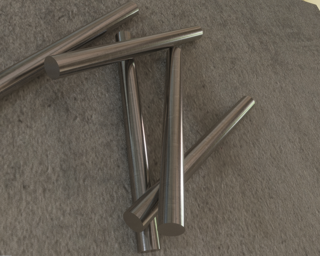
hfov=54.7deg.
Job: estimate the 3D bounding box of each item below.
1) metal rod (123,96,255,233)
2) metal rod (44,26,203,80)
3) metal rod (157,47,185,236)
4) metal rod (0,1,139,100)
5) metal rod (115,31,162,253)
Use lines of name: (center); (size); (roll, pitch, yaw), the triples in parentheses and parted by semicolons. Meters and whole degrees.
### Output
metal rod: (0.059, 0.024, 0.403); (0.025, 0.025, 0.302); (48, 45, 5)
metal rod: (-0.024, -0.115, 0.432); (0.025, 0.025, 0.302); (51, 42, 7)
metal rod: (0.016, -0.014, 0.383); (0.025, 0.025, 0.300); (21, 42, -16)
metal rod: (-0.122, -0.105, 0.402); (0.025, 0.025, 0.301); (42, 51, 0)
metal rod: (-0.032, -0.004, 0.389); (0.025, 0.025, 0.299); (5, 59, -26)
